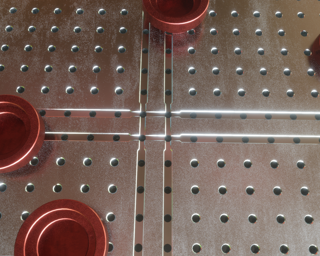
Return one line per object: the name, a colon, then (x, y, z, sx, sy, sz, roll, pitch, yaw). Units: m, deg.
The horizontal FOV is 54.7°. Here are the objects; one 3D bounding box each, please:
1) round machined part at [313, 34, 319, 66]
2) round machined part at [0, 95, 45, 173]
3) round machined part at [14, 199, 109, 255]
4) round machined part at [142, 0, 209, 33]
round machined part: (0.282, -0.120, 0.450, 0.099, 0.042, 0.098, 0, 70, 0)
round machined part: (-0.197, 0.010, 0.397, 0.099, 0.042, 0.098, 0, 70, -1)
round machined part: (-0.108, 0.133, 0.353, 0.099, 0.042, 0.098, 0, 70, -1)
round machined part: (0.023, -0.185, 0.470, 0.099, 0.042, 0.098, 0, 70, -1)
